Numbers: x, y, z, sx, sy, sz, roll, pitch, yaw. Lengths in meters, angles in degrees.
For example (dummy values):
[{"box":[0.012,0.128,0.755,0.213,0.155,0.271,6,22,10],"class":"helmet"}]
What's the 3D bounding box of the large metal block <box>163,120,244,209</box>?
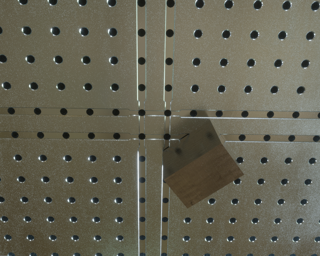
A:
[{"box":[0.051,0.044,0.401,0.080,0.080,0.050,-34,107,11],"class":"large metal block"}]
